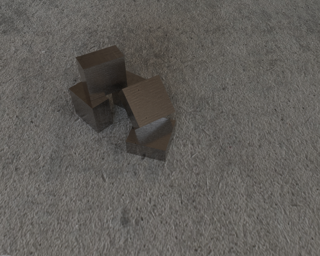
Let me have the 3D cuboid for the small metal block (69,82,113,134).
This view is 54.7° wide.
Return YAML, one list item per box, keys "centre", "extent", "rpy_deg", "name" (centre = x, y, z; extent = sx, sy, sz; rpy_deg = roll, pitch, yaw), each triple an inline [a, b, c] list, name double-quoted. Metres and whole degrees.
- centre: [-0.091, -0.028, 0.411]
  extent: [0.050, 0.050, 0.025]
  rpy_deg: [38, 59, 27]
  name: "small metal block"

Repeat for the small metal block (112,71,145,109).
- centre: [-0.039, -0.048, 0.429]
  extent: [0.050, 0.050, 0.025]
  rpy_deg: [26, 55, 19]
  name: "small metal block"

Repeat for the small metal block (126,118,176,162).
- centre: [-0.011, 0.011, 0.395]
  extent: [0.050, 0.025, 0.050]
  rpy_deg: [13, 51, 10]
  name: "small metal block"

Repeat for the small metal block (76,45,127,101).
- centre: [-0.070, -0.067, 0.379]
  extent: [0.050, 0.050, 0.025]
  rpy_deg: [-23, 54, -19]
  name: "small metal block"

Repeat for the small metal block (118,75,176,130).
- centre: [-0.017, -0.031, 0.383]
  extent: [0.050, 0.025, 0.050]
  rpy_deg: [-25, 92, -20]
  name: "small metal block"
